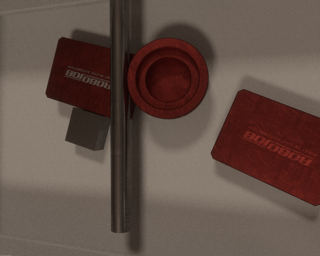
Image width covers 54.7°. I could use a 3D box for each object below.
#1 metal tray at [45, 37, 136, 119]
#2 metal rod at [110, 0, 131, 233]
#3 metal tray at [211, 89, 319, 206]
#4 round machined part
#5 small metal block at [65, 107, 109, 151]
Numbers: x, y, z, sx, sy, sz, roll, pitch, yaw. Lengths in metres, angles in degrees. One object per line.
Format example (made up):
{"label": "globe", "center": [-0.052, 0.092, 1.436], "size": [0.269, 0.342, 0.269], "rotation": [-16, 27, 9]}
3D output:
{"label": "metal tray", "center": [-0.092, -0.070, 0.439], "size": [0.130, 0.030, 0.089], "rotation": [18, 96, 18]}
{"label": "metal rod", "center": [-0.051, -0.019, 0.395], "size": [0.025, 0.025, 0.298], "rotation": [0, 90, 19]}
{"label": "metal tray", "center": [0.137, 0.019, 0.360], "size": [0.130, 0.030, 0.089], "rotation": [25, 98, 18]}
{"label": "round machined part", "center": [0.012, -0.059, 0.390], "size": [0.099, 0.042, 0.097], "rotation": [0, 90, 8]}
{"label": "small metal block", "center": [-0.103, 0.001, 0.445], "size": [0.050, 0.025, 0.050], "rotation": [17, 96, 18]}
